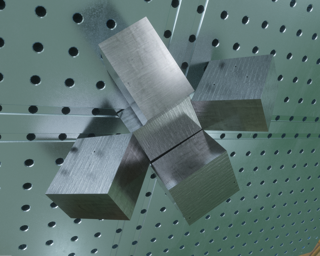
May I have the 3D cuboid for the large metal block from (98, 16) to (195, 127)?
[{"bbox_3d":[-0.015,-0.051,0.315,0.050,0.080,0.080,-33,90,-7],"label":"large metal block"}]

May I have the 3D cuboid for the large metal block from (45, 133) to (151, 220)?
[{"bbox_3d":[-0.067,0.055,0.353,0.080,0.080,0.050,-6,133,25],"label":"large metal block"}]

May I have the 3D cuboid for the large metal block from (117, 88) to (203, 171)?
[{"bbox_3d":[0.005,0.000,0.397,0.080,0.050,0.080,-33,129,-7],"label":"large metal block"}]

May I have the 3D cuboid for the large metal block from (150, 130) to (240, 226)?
[{"bbox_3d":[0.046,0.063,0.392,0.080,0.050,0.080,-33,130,-8],"label":"large metal block"}]

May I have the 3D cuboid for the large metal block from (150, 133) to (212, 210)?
[{"bbox_3d":[0.034,0.057,0.447,0.080,0.050,0.080,-33,128,-8],"label":"large metal block"}]

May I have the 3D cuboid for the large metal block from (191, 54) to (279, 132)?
[{"bbox_3d":[0.094,-0.042,0.380,0.080,0.080,0.050,-63,140,-36],"label":"large metal block"}]
